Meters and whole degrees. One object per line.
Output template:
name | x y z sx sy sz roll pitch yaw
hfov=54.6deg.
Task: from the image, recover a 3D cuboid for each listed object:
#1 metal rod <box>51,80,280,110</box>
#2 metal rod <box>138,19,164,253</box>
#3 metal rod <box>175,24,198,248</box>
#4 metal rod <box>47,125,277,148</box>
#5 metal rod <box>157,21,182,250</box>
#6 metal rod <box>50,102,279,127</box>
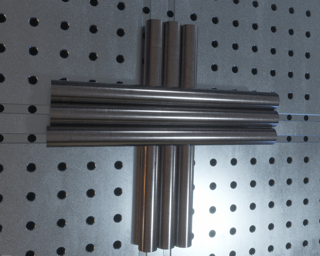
metal rod | 0.022 -0.040 0.394 0.302 0.025 0.025 1 90 -20
metal rod | -0.011 0.009 0.408 0.025 0.025 0.298 2 89 -20
metal rod | 0.036 0.010 0.425 0.025 0.025 0.298 2 89 -20
metal rod | 0.017 0.010 0.392 0.302 0.025 0.025 1 90 -20
metal rod | 0.012 0.009 0.417 0.025 0.025 0.298 2 89 -20
metal rod | 0.021 -0.015 0.393 0.302 0.025 0.025 1 90 -20
